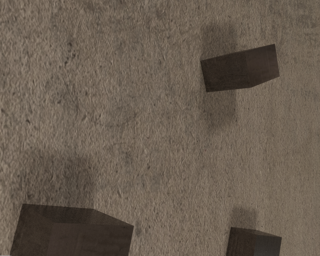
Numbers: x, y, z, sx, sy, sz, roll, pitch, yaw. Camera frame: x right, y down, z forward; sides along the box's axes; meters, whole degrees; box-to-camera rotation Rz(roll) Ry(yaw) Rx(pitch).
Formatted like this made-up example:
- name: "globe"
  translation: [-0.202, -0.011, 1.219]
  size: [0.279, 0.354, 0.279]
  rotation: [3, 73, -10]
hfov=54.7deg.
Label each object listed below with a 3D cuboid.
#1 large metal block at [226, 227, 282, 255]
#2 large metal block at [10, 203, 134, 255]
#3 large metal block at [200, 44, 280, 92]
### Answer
- name: "large metal block"
  translation: [0.158, 0.217, 0.524]
  size: [0.080, 0.050, 0.080]
  rotation: [20, 77, -39]
- name: "large metal block"
  translation: [-0.085, 0.109, 0.299]
  size: [0.080, 0.080, 0.050]
  rotation: [18, 79, -39]
- name: "large metal block"
  translation: [0.123, -0.091, 0.474]
  size: [0.081, 0.080, 0.050]
  rotation: [-22, 104, -38]
